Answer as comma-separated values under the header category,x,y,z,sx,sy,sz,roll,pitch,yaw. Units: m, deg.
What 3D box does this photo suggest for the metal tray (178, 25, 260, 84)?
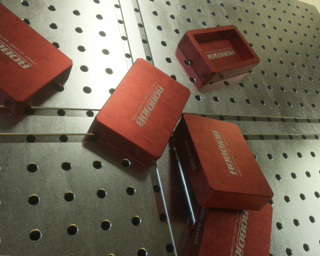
category,x,y,z,sx,sy,sz,roll,pitch,yaw
metal tray,0.107,-0.133,0.545,0.131,0.030,0.090,-20,73,-36

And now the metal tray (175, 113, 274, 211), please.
category,x,y,z,sx,sy,sz,roll,pitch,yaw
metal tray,0.078,0.040,0.399,0.091,0.030,0.130,11,39,-23

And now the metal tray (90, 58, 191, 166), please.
category,x,y,z,sx,sy,sz,roll,pitch,yaw
metal tray,-0.021,-0.025,0.411,0.090,0.030,0.130,33,51,-7

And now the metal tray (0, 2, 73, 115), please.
category,x,y,z,sx,sy,sz,roll,pitch,yaw
metal tray,-0.182,-0.087,0.360,0.130,0.030,0.090,39,51,-2

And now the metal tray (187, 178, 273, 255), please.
category,x,y,z,sx,sy,sz,roll,pitch,yaw
metal tray,0.085,0.134,0.371,0.090,0.030,0.130,29,52,-10
